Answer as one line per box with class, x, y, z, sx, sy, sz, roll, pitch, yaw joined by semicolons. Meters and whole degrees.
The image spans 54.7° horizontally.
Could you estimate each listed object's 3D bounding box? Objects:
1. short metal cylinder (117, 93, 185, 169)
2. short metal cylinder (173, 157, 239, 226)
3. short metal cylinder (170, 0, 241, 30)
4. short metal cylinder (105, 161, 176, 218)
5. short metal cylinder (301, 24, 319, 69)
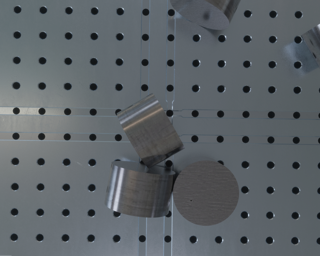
short metal cylinder;-0.011;0.003;0.386;0.050;0.080;0.080;-30;90;0
short metal cylinder;0.056;0.079;0.401;0.081;0.050;0.079;0;90;0
short metal cylinder;0.060;-0.166;0.386;0.080;0.080;0.050;25;90;0
short metal cylinder;-0.025;0.074;0.386;0.080;0.080;0.050;10;90;0
short metal cylinder;0.228;-0.116;0.387;0.080;0.080;0.050;-29;90;0
